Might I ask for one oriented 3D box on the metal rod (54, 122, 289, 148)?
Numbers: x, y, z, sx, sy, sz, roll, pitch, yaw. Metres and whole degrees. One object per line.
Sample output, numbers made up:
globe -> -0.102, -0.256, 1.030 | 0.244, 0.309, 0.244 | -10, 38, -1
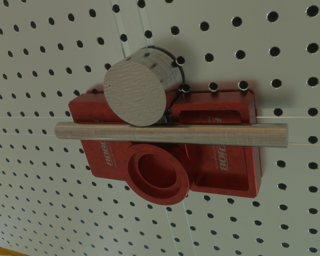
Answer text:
metal rod -> -0.008, 0.006, 0.374 | 0.300, 0.025, 0.025 | 1, 119, 27

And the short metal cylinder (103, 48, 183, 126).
short metal cylinder -> -0.019, -0.049, 0.370 | 0.080, 0.050, 0.079 | 13, 124, 21

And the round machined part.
round machined part -> 0.000, 0.053, 0.416 | 0.098, 0.042, 0.097 | 13, 124, 21

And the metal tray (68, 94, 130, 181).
metal tray -> -0.071, 0.015, 0.448 | 0.090, 0.030, 0.129 | 3, 120, 27

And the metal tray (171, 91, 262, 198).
metal tray -> 0.071, 0.022, 0.379 | 0.090, 0.030, 0.129 | 1, 119, 27
